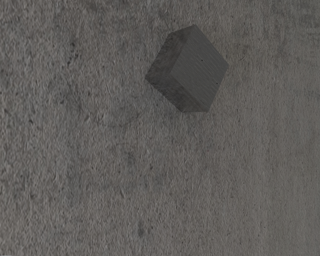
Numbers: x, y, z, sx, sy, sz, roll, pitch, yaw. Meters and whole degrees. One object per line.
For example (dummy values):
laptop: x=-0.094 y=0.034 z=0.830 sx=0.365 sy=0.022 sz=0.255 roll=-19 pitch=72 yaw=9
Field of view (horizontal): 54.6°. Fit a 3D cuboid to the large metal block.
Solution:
large metal block: x=0.038 y=-0.077 z=0.419 sx=0.080 sy=0.050 sz=0.080 roll=40 pitch=66 yaw=-33
